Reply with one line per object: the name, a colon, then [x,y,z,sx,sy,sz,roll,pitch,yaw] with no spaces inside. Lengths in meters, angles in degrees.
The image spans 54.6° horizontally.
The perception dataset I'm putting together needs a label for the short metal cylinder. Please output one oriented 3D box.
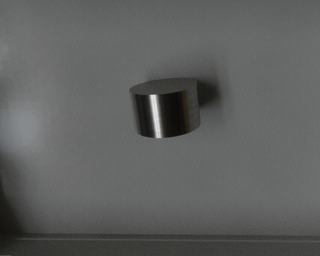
short metal cylinder: [0.007,-0.026,0.372,0.080,0.080,0.050,-6,110,2]
